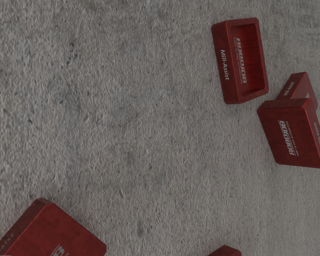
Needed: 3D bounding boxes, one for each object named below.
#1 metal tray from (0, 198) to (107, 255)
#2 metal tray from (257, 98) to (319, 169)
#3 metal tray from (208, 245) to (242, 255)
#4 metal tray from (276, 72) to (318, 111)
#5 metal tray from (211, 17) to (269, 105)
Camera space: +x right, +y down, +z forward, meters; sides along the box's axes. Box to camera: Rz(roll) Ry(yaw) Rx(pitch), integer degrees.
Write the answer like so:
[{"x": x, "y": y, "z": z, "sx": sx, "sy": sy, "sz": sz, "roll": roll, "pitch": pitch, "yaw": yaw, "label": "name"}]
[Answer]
[{"x": -0.124, "y": 0.146, "z": 0.298, "sx": 0.090, "sy": 0.030, "sz": 0.130, "roll": 52, "pitch": 60, "yaw": -28, "label": "metal tray"}, {"x": 0.241, "y": 0.011, "z": 0.563, "sx": 0.030, "sy": 0.090, "sz": 0.130, "roll": -42, "pitch": 115, "yaw": -32, "label": "metal tray"}, {"x": 0.092, "y": 0.262, "z": 0.478, "sx": 0.091, "sy": 0.030, "sz": 0.129, "roll": -12, "pitch": 98, "yaw": -39, "label": "metal tray"}, {"x": 0.275, "y": -0.042, "z": 0.626, "sx": 0.131, "sy": 0.030, "sz": 0.090, "roll": -48, "pitch": 119, "yaw": -33, "label": "metal tray"}, {"x": 0.136, "y": -0.112, "z": 0.514, "sx": 0.091, "sy": 0.030, "sz": 0.129, "roll": -21, "pitch": 103, "yaw": -38, "label": "metal tray"}]
